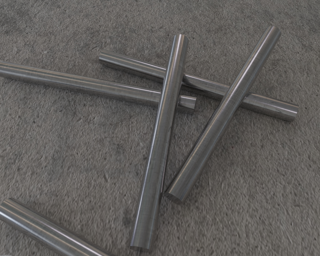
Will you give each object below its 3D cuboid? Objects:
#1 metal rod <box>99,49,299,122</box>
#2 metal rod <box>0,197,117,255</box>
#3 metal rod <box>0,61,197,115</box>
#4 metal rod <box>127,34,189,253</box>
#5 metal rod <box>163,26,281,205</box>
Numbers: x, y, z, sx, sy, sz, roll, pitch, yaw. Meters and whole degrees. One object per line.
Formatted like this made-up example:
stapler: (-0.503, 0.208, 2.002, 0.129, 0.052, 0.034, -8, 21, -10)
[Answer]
metal rod: (0.046, -0.067, 0.459, 0.301, 0.025, 0.025, 19, 53, 15)
metal rod: (-0.030, 0.139, 0.285, 0.301, 0.025, 0.025, 22, 53, 17)
metal rod: (-0.097, -0.061, 0.453, 0.301, 0.025, 0.025, 12, 51, 9)
metal rod: (0.006, -0.006, 0.383, 0.025, 0.025, 0.300, 8, 58, 6)
metal rod: (0.093, -0.033, 0.404, 0.025, 0.025, 0.301, 25, 63, 20)
